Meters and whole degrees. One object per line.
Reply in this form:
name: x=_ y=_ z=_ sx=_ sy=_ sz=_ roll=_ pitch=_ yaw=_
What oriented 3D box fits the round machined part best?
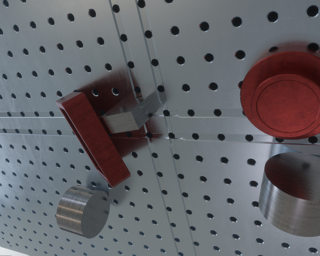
round machined part: x=0.130 y=-0.029 z=0.313 sx=0.098 sy=0.042 sz=0.097 roll=13 pitch=124 yaw=20

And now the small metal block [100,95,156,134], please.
small metal block: x=-0.041 y=-0.018 z=0.406 sx=0.050 sy=0.050 sz=0.025 roll=-9 pitch=114 yaw=32

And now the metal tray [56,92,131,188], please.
metal tray: x=-0.096 y=0.013 z=0.435 sx=0.129 sy=0.030 sz=0.090 roll=63 pitch=162 yaw=-17

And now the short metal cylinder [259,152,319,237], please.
short metal cylinder: x=0.153 y=0.070 z=0.338 sx=0.080 sy=0.080 sz=0.050 roll=12 pitch=123 yaw=22

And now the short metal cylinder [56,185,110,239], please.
short metal cylinder: x=-0.130 y=0.143 z=0.532 sx=0.050 sy=0.080 sz=0.079 roll=8 pitch=122 yaw=24
